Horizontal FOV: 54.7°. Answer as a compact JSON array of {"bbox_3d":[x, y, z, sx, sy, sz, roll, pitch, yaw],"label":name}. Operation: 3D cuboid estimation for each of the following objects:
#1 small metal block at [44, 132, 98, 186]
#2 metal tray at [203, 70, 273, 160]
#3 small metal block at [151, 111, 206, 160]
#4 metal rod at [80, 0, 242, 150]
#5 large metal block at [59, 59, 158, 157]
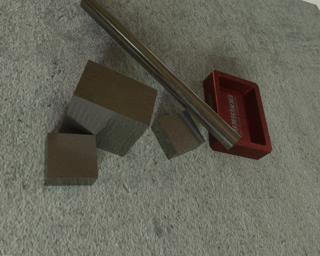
[{"bbox_3d":[-0.096,0.034,0.332,0.050,0.025,0.050,4,60,-26],"label":"small metal block"},{"bbox_3d":[0.118,-0.021,0.479,0.091,0.030,0.130,13,56,-21],"label":"metal tray"},{"bbox_3d":[0.024,0.009,0.413,0.050,0.025,0.050,-18,71,-35],"label":"small metal block"},{"bbox_3d":[-0.005,-0.084,0.433,0.300,0.025,0.025,45,50,11],"label":"metal rod"},{"bbox_3d":[-0.059,-0.018,0.349,0.080,0.080,0.050,22,53,-15],"label":"large metal block"}]
